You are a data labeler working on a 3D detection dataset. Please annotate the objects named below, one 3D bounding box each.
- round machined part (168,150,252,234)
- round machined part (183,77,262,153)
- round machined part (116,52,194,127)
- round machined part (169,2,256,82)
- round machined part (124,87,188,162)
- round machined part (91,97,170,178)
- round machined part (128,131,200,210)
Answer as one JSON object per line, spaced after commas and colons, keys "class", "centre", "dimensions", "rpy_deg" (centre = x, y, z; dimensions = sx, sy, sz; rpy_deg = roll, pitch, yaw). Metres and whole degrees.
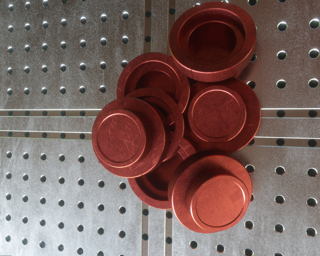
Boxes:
{"class": "round machined part", "centre": [0.062, 0.078, 0.356], "dimensions": [0.099, 0.042, 0.097], "rpy_deg": [-3, 103, -12]}
{"class": "round machined part", "centre": [0.072, -0.016, 0.378], "dimensions": [0.098, 0.042, 0.097], "rpy_deg": [0, 90, 20]}
{"class": "round machined part", "centre": [-0.004, -0.046, 0.405], "dimensions": [0.098, 0.042, 0.097], "rpy_deg": [0, 90, 20]}
{"class": "round machined part", "centre": [0.062, -0.097, 0.370], "dimensions": [0.098, 0.042, 0.098], "rpy_deg": [-4, 68, 11]}
{"class": "round machined part", "centre": [-0.010, -0.002, 0.407], "dimensions": [0.098, 0.042, 0.097], "rpy_deg": [0, 90, 20]}
{"class": "round machined part", "centre": [-0.041, 0.012, 0.373], "dimensions": [0.098, 0.042, 0.097], "rpy_deg": [0, 90, 20]}
{"class": "round machined part", "centre": [0.010, 0.051, 0.400], "dimensions": [0.098, 0.042, 0.097], "rpy_deg": [0, 90, 20]}
